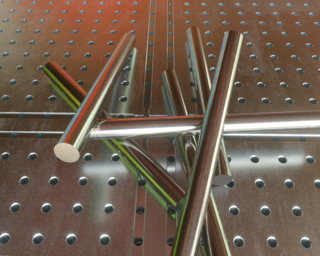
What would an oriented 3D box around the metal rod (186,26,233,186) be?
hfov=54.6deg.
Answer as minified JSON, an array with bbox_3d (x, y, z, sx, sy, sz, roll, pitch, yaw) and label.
[{"bbox_3d":[0.065,-0.054,0.453,0.025,0.025,0.300,-2,50,-2],"label":"metal rod"}]

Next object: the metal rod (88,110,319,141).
[{"bbox_3d":[0.047,-0.003,0.376,0.302,0.025,0.025,-3,50,-2],"label":"metal rod"}]

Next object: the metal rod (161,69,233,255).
[{"bbox_3d":[0.038,0.033,0.380,0.025,0.025,0.300,-7,50,-6],"label":"metal rod"}]

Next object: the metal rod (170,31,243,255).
[{"bbox_3d":[0.054,0.017,0.340,0.025,0.025,0.300,13,68,10],"label":"metal rod"}]

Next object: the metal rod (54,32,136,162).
[{"bbox_3d":[-0.072,-0.065,0.418,0.025,0.025,0.300,5,37,5],"label":"metal rod"}]

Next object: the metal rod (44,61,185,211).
[{"bbox_3d":[-0.073,-0.006,0.412,0.025,0.025,0.300,-33,58,-25],"label":"metal rod"}]
